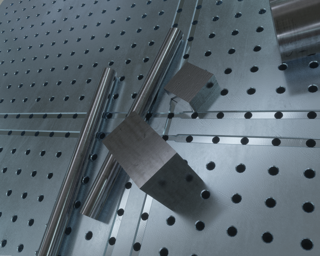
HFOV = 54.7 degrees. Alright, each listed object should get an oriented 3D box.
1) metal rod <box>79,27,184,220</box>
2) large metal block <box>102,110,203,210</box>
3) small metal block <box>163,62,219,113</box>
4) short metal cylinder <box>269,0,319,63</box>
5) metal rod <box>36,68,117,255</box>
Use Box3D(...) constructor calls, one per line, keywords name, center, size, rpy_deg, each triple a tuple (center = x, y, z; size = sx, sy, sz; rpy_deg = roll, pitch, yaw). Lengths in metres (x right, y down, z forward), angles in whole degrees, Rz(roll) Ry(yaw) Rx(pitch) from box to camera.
Box3D(name="metal rod", center=(-0.032, -0.019, 0.435), size=(0.025, 0.025, 0.300), rpy_deg=(11, 67, 32))
Box3D(name="large metal block", center=(-0.008, 0.038, 0.353), size=(0.050, 0.080, 0.080), rpy_deg=(-44, 51, -2))
Box3D(name="small metal block", center=(0.042, -0.056, 0.419), size=(0.050, 0.025, 0.050), rpy_deg=(-49, 52, -7))
Box3D(name="short metal cylinder", center=(0.161, -0.121, 0.363), size=(0.050, 0.080, 0.080), rpy_deg=(-12, 57, 22))
Box3D(name="metal rod", center=(-0.112, 0.041, 0.440), size=(0.025, 0.025, 0.300), rpy_deg=(-1, 61, 27))
